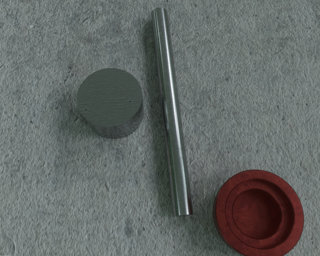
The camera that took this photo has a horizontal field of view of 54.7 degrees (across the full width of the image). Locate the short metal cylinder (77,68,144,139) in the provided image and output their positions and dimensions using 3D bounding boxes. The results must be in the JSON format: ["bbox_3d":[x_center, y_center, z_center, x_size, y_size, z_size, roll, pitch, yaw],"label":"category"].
[{"bbox_3d":[-0.062,-0.031,0.405,0.081,0.050,0.080,0,70,0],"label":"short metal cylinder"}]

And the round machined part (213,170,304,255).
[{"bbox_3d":[0.111,0.101,0.364,0.099,0.042,0.098,0,70,-1],"label":"round machined part"}]

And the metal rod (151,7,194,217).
[{"bbox_3d":[0.013,-0.035,0.421,0.025,0.025,0.299,-5,70,-2],"label":"metal rod"}]
